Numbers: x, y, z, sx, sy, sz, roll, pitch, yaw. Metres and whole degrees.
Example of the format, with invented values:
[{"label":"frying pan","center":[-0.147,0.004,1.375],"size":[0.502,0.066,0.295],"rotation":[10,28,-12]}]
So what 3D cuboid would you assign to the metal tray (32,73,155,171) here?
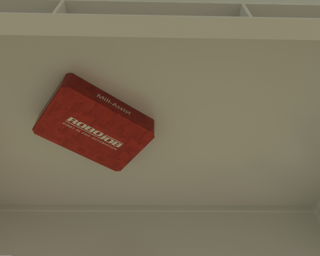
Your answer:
[{"label":"metal tray","center":[-0.084,-0.002,0.403],"size":[0.131,0.030,0.090],"rotation":[30,124,-24]}]
